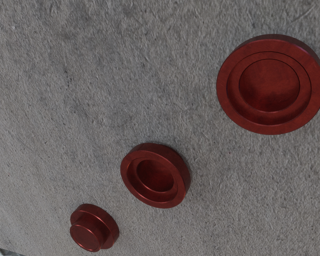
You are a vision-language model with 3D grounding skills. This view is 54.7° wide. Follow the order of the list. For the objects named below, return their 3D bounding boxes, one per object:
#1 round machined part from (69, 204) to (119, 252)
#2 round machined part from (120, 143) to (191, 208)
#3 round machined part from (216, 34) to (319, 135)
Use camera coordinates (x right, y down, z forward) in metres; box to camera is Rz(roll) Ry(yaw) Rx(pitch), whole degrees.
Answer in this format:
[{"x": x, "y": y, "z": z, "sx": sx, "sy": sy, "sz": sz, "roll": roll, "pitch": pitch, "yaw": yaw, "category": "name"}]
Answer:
[{"x": -0.130, "y": 0.194, "z": 0.585, "sx": 0.098, "sy": 0.042, "sz": 0.097, "roll": 13, "pitch": 124, "yaw": 21, "category": "round machined part"}, {"x": -0.003, "y": 0.062, "z": 0.436, "sx": 0.098, "sy": 0.042, "sz": 0.097, "roll": 13, "pitch": 124, "yaw": 21, "category": "round machined part"}, {"x": 0.110, "y": -0.045, "z": 0.310, "sx": 0.098, "sy": 0.042, "sz": 0.097, "roll": 13, "pitch": 124, "yaw": 21, "category": "round machined part"}]
